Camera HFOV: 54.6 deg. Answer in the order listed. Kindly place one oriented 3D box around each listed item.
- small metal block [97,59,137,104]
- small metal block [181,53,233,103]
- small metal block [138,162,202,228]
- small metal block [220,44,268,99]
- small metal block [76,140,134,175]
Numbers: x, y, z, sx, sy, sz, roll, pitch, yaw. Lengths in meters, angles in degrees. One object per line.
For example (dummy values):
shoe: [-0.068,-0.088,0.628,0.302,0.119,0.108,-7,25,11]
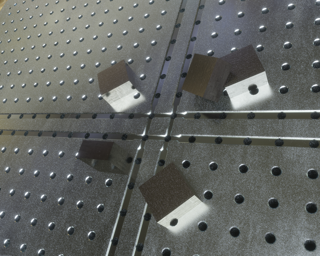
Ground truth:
small metal block: [-0.068,-0.073,0.490,0.050,0.025,0.050,-26,53,12]
small metal block: [0.059,-0.065,0.397,0.050,0.025,0.050,34,106,57]
small metal block: [0.011,0.076,0.357,0.050,0.025,0.050,-37,51,3]
small metal block: [0.104,-0.073,0.399,0.050,0.025,0.050,-22,54,15]
small metal block: [-0.071,0.039,0.407,0.050,0.050,0.025,2,63,29]
